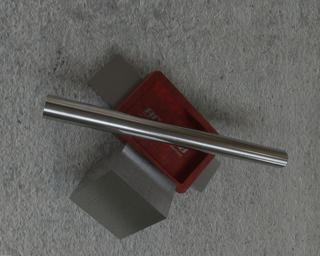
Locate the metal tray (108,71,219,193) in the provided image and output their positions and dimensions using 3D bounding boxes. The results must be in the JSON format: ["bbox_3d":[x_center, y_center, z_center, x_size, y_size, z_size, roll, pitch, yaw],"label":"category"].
[{"bbox_3d":[0.007,0.006,0.384,0.130,0.030,0.090,46,76,-15],"label":"metal tray"}]

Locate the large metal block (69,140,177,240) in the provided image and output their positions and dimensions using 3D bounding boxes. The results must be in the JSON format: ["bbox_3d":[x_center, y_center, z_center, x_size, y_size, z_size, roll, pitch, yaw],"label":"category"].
[{"bbox_3d":[-0.042,0.074,0.357,0.080,0.080,0.050,45,34,-15],"label":"large metal block"}]

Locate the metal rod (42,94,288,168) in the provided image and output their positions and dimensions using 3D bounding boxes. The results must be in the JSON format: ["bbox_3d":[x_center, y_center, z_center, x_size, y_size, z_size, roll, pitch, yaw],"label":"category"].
[{"bbox_3d":[0.023,0.010,0.361,0.302,0.025,0.025,13,86,-20],"label":"metal rod"}]

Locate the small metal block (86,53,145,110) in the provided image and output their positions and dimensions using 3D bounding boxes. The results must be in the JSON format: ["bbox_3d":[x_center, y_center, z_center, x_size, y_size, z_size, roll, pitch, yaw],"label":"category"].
[{"bbox_3d":[-0.055,-0.056,0.390,0.050,0.025,0.050,47,75,-15],"label":"small metal block"}]

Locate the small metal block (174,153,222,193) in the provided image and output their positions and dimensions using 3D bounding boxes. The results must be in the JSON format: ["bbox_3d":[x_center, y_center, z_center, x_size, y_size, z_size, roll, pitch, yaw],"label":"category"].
[{"bbox_3d":[0.048,0.053,0.429,0.050,0.025,0.050,40,77,-16],"label":"small metal block"}]
